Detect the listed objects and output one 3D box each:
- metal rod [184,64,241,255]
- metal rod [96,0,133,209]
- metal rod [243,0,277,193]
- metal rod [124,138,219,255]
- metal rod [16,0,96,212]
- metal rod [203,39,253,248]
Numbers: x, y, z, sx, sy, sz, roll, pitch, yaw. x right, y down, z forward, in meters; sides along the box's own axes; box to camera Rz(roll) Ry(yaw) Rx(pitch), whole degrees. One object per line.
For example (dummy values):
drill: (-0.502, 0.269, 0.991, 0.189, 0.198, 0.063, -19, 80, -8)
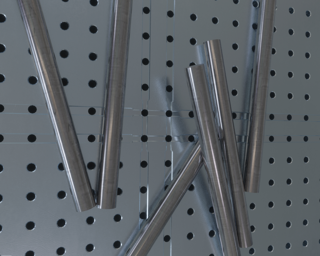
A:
metal rod: (0.076, 0.065, 0.417, 0.025, 0.025, 0.298, -18, 105, -19)
metal rod: (-0.056, -0.050, 0.391, 0.025, 0.025, 0.298, 5, 88, -20)
metal rod: (0.150, -0.054, 0.467, 0.025, 0.025, 0.299, 7, 88, -20)
metal rod: (-0.009, 0.131, 0.409, 0.025, 0.025, 0.300, 37, 78, -16)
metal rod: (-0.127, -0.047, 0.365, 0.025, 0.025, 0.299, -16, 96, -19)
metal rod: (0.099, 0.024, 0.448, 0.025, 0.025, 0.298, -11, 94, -20)
